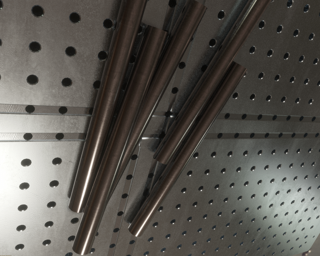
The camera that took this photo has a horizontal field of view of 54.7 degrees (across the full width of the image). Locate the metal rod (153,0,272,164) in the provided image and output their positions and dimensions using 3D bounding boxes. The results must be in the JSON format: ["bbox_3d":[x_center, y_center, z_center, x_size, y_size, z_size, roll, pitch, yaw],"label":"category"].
[{"bbox_3d":[0.076,-0.080,0.405,0.025,0.025,0.298,21,107,-36],"label":"metal rod"}]

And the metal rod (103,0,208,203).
[{"bbox_3d":[-0.024,-0.014,0.390,0.025,0.025,0.298,16,110,-35],"label":"metal rod"}]

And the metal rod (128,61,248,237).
[{"bbox_3d":[0.034,0.039,0.456,0.025,0.025,0.298,20,108,-36],"label":"metal rod"}]

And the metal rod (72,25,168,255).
[{"bbox_3d":[-0.054,0.025,0.378,0.025,0.025,0.298,11,107,-34],"label":"metal rod"}]

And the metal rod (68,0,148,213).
[{"bbox_3d":[-0.064,-0.025,0.362,0.025,0.025,0.298,6,116,-31],"label":"metal rod"}]
